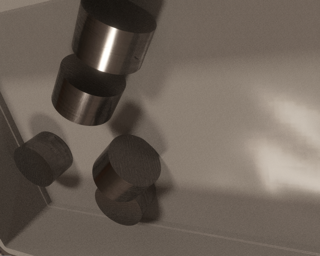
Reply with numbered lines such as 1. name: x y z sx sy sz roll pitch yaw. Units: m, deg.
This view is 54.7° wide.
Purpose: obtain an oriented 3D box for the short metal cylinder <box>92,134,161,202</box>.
1. short metal cylinder: -0.046 0.056 0.430 0.080 0.080 0.050 43 129 -2

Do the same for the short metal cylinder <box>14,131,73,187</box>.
1. short metal cylinder: -0.197 0.052 0.526 0.080 0.050 0.079 13 124 20

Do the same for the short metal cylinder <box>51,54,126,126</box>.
1. short metal cylinder: -0.089 -0.049 0.388 0.080 0.080 0.050 36 129 4

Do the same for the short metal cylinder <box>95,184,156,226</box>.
1. short metal cylinder: -0.053 0.104 0.483 0.080 0.050 0.079 13 124 20

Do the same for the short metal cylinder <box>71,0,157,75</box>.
1. short metal cylinder: -0.050 -0.102 0.335 0.080 0.080 0.050 32 128 7
